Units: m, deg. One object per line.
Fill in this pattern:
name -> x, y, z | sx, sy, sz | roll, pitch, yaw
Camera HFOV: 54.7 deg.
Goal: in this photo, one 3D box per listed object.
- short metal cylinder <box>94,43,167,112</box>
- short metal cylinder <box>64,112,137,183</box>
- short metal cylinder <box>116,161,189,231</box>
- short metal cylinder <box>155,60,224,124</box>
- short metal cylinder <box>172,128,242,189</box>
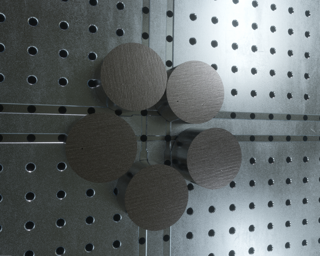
short metal cylinder -> -0.038, -0.060, 0.385 | 0.081, 0.050, 0.079 | 0, 90, -20
short metal cylinder -> -0.073, 0.022, 0.372 | 0.081, 0.050, 0.079 | 0, 91, -20
short metal cylinder -> -0.011, 0.083, 0.394 | 0.081, 0.050, 0.080 | 0, 90, -19
short metal cylinder -> 0.037, -0.045, 0.412 | 0.081, 0.050, 0.079 | 0, 90, -20
short metal cylinder -> 0.062, 0.039, 0.421 | 0.081, 0.050, 0.079 | -1, 92, -20
